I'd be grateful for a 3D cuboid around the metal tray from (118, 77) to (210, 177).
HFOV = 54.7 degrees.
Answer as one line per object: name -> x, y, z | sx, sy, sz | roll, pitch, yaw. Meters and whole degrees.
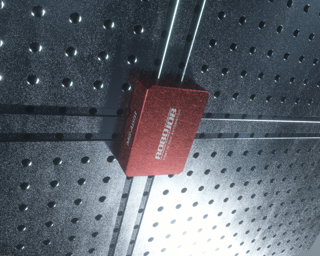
metal tray -> 0.003, 0.002, 0.412 | 0.091, 0.030, 0.129 | 2, 118, -30
